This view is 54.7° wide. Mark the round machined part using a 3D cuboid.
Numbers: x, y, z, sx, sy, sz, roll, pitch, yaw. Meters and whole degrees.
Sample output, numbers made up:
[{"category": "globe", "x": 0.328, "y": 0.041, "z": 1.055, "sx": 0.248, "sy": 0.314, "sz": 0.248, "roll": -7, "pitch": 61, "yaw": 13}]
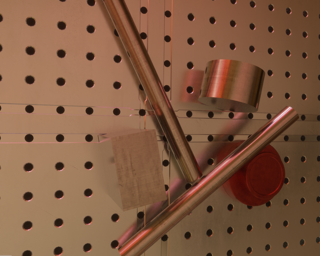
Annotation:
[{"category": "round machined part", "x": 0.144, "y": 0.067, "z": 0.459, "sx": 0.099, "sy": 0.042, "sz": 0.097, "roll": 0, "pitch": 90, "yaw": -20}]

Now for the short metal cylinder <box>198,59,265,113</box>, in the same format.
[{"category": "short metal cylinder", "x": 0.097, "y": -0.055, "z": 0.420, "sx": 0.081, "sy": 0.080, "sz": 0.050, "roll": 14, "pitch": 85, "yaw": -20}]

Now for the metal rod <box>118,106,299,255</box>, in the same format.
[{"category": "metal rod", "x": 0.070, "y": 0.072, "z": 0.418, "sx": 0.301, "sy": 0.025, "sz": 0.025, "roll": -39, "pitch": 103, "yaw": -8}]

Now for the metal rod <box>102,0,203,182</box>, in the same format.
[{"category": "metal rod", "x": -0.014, "y": -0.065, "z": 0.408, "sx": 0.025, "sy": 0.025, "sz": 0.299, "roll": -28, "pitch": 100, "yaw": -18}]

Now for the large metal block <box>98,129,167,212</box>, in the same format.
[{"category": "large metal block", "x": -0.036, "y": 0.045, "z": 0.371, "sx": 0.050, "sy": 0.080, "sz": 0.079, "roll": -11, "pitch": 94, "yaw": -20}]
